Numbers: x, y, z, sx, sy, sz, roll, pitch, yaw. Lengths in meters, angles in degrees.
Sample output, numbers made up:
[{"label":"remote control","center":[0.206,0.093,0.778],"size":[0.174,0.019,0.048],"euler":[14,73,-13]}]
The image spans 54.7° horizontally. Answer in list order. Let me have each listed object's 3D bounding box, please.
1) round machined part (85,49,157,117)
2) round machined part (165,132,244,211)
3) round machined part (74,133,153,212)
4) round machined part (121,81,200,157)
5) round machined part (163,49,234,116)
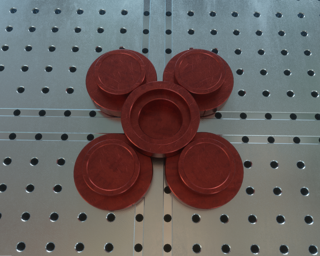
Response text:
[{"label":"round machined part","center":[-0.053,-0.068,0.426],"size":[0.099,0.042,0.098],"euler":[0,70,-1]},{"label":"round machined part","center":[0.055,0.051,0.384],"size":[0.099,0.042,0.098],"euler":[0,70,-1]},{"label":"round machined part","center":[-0.058,0.052,0.383],"size":[0.099,0.042,0.098],"euler":[0,70,-1]},{"label":"round machined part","center":[0.001,-0.009,0.404],"size":[0.099,0.042,0.098],"euler":[0,70,-1]},{"label":"round machined part","center":[0.053,-0.069,0.428],"size":[0.099,0.042,0.098],"euler":[0,70,-1]}]
